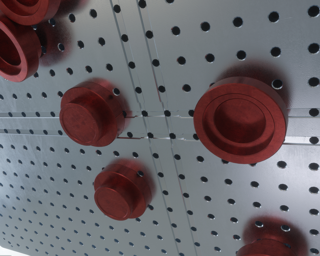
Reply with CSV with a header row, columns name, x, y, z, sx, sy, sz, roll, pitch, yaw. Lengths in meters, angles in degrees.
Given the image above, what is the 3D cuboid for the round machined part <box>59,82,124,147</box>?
name,x,y,z,sx,sy,sz,roll,pitch,yaw
round machined part,-0.105,-0.013,0.448,0.098,0.042,0.097,13,124,21

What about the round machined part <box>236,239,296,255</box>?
name,x,y,z,sx,sy,sz,roll,pitch,yaw
round machined part,0.157,0.198,0.440,0.098,0.042,0.097,13,124,21

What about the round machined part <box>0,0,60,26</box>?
name,x,y,z,sx,sy,sz,roll,pitch,yaw
round machined part,-0.159,-0.178,0.375,0.098,0.042,0.097,13,124,21

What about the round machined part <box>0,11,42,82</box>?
name,x,y,z,sx,sy,sz,roll,pitch,yaw
round machined part,-0.207,-0.117,0.432,0.098,0.042,0.097,19,133,21

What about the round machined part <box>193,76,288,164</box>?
name,x,y,z,sx,sy,sz,roll,pitch,yaw
round machined part,0.091,-0.011,0.346,0.098,0.042,0.097,13,124,21

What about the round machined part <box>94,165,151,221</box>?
name,x,y,z,sx,sy,sz,roll,pitch,yaw
round machined part,-0.068,0.111,0.505,0.098,0.042,0.097,13,124,21
